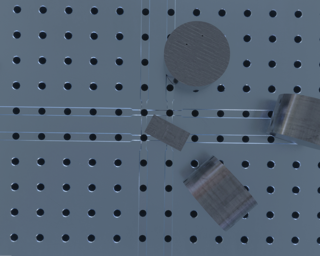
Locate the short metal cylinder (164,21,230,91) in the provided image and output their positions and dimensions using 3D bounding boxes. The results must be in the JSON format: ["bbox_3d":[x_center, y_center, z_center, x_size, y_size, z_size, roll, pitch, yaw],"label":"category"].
[{"bbox_3d":[0.045,-0.090,0.401,0.081,0.050,0.079,0,90,0],"label":"short metal cylinder"}]

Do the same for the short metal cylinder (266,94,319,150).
[{"bbox_3d":[0.181,-0.006,0.387,0.080,0.080,0.050,18,90,0],"label":"short metal cylinder"}]

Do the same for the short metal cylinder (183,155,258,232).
[{"bbox_3d":[0.074,0.080,0.386,0.050,0.080,0.080,-41,90,0],"label":"short metal cylinder"}]

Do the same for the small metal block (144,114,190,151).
[{"bbox_3d":[0.009,0.006,0.401,0.050,0.050,0.025,28,90,0],"label":"small metal block"}]
